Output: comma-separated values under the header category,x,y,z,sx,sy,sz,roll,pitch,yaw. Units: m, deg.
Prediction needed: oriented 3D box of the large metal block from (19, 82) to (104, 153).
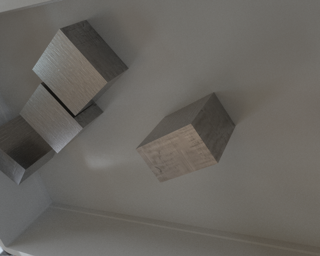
category,x,y,z,sx,sy,sz,roll,pitch,yaw
large metal block,-0.144,-0.022,0.453,0.080,0.050,0.080,48,128,-6

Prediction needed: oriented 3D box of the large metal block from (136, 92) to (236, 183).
category,x,y,z,sx,sy,sz,roll,pitch,yaw
large metal block,0.032,0.011,0.362,0.080,0.080,0.050,-26,104,37

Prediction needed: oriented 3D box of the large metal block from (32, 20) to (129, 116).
category,x,y,z,sx,sy,sz,roll,pitch,yaw
large metal block,-0.102,-0.076,0.398,0.080,0.050,0.080,49,128,-7

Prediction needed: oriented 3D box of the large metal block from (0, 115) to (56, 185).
category,x,y,z,sx,sy,sz,roll,pitch,yaw
large metal block,-0.228,0.032,0.510,0.080,0.080,0.050,40,129,0
